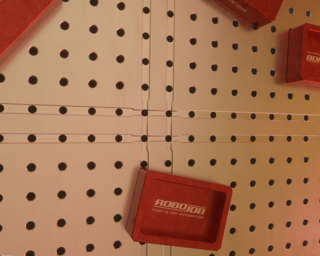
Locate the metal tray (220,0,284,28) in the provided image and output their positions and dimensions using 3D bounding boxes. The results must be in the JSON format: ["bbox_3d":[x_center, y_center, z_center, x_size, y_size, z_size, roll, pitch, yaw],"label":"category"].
[{"bbox_3d":[0.126,-0.222,0.455,0.131,0.030,0.090,27,81,-18],"label":"metal tray"}]

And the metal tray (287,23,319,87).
[{"bbox_3d":[0.273,-0.113,0.509,0.131,0.030,0.090,4,89,-20],"label":"metal tray"}]

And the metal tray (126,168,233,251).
[{"bbox_3d":[0.028,0.111,0.420,0.131,0.030,0.090,14,85,-20],"label":"metal tray"}]

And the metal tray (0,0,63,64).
[{"bbox_3d":[-0.183,-0.138,0.342,0.090,0.030,0.130,41,77,-16],"label":"metal tray"}]
